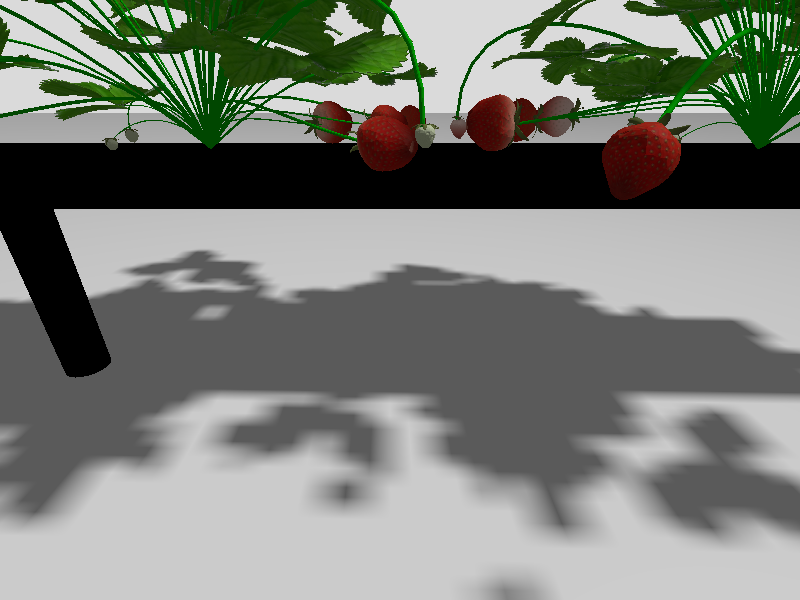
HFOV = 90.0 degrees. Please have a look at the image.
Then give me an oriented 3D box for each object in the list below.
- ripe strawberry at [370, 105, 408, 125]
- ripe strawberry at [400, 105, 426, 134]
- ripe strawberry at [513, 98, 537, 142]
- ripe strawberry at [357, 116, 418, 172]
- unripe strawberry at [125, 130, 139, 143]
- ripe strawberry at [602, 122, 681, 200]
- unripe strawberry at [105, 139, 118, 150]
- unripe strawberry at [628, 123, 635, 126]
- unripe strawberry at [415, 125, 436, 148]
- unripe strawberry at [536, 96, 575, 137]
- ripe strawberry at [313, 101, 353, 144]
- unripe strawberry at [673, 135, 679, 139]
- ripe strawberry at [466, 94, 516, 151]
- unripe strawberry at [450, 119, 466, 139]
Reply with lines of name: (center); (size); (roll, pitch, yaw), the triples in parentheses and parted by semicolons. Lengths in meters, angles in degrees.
ripe strawberry: (-0.011, -0.163, 0.368); (0.036, 0.031, 0.036); (-9, 28, -18)
ripe strawberry: (0.015, -0.197, 0.442); (0.033, 0.032, 0.030); (-19, 32, -34)
ripe strawberry: (0.111, -0.175, 0.391); (0.040, 0.039, 0.037); (10, 28, 21)
ripe strawberry: (-0.006, -0.081, 0.208); (0.031, 0.027, 0.031); (21, 33, 35)
unripe strawberry: (-0.249, -0.153, 0.373); (0.010, 0.011, 0.011); (14, 30, 26)
ripe strawberry: (0.093, -0.053, 0.158); (0.027, 0.030, 0.029); (26, -12, 41)
unripe strawberry: (-0.241, -0.130, 0.335); (0.010, 0.010, 0.009); (2, 26, 5)
unripe strawberry: (0.274, -0.205, 0.472); (0.009, 0.010, 0.010); (-3, 27, -7)
unripe strawberry: (0.011, -0.072, 0.176); (0.010, 0.010, 0.009); (23, 35, 39)
unripe strawberry: (0.161, -0.192, 0.421); (0.039, 0.039, 0.043); (20, 33, 35)
ripe strawberry: (-0.063, -0.169, 0.382); (0.037, 0.037, 0.035); (-17, 31, -32)
unripe strawberry: (0.215, -0.126, 0.318); (0.011, 0.011, 0.010); (-11, 27, -2)
ripe strawberry: (0.068, -0.133, 0.301); (0.037, 0.039, 0.034); (-3, 27, -5)
unripe strawberry: (0.049, -0.144, 0.337); (0.015, 0.015, 0.014); (2, 26, 3)
